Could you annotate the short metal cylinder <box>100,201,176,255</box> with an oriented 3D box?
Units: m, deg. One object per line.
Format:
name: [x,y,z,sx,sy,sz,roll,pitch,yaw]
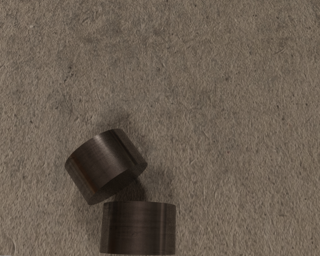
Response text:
short metal cylinder: [-0.023,0.110,0.339,0.081,0.080,0.050,2,70,0]

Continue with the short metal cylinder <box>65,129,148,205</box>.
short metal cylinder: [-0.062,0.045,0.362,0.080,0.080,0.050,-34,74,-12]
